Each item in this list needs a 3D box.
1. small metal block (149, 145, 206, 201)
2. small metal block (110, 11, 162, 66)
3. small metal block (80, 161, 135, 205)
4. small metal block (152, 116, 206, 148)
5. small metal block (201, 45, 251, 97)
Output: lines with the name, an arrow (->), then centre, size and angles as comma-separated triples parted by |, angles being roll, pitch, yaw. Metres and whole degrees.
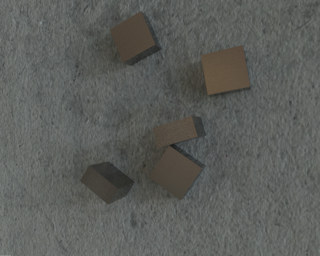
small metal block -> 0.023, 0.056, 0.400 | 0.050, 0.025, 0.050 | 35, 101, 16
small metal block -> -0.033, -0.120, 0.420 | 0.050, 0.025, 0.050 | -25, 82, 18
small metal block -> -0.070, 0.073, 0.419 | 0.050, 0.050, 0.025 | 35, 101, 16
small metal block -> 0.026, 0.005, 0.386 | 0.050, 0.050, 0.025 | -17, 85, 19
small metal block -> 0.082, -0.069, 0.380 | 0.050, 0.025, 0.050 | -10, 87, 19
